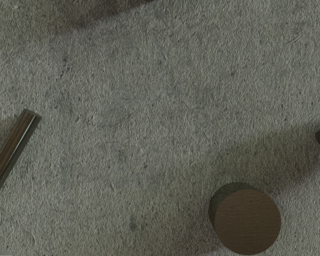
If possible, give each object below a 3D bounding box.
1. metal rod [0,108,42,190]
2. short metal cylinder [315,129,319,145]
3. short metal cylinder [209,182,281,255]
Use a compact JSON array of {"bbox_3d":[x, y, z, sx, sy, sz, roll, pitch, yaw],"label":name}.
[{"bbox_3d":[-0.242,0.110,0.407,0.025,0.025,0.299,30,90,0],"label":"metal rod"},{"bbox_3d":[0.245,0.015,0.385,0.050,0.080,0.080,-45,90,0],"label":"short metal cylinder"},{"bbox_3d":[0.106,0.114,0.399,0.081,0.050,0.080,0,90,0],"label":"short metal cylinder"}]
